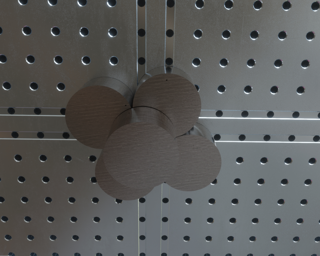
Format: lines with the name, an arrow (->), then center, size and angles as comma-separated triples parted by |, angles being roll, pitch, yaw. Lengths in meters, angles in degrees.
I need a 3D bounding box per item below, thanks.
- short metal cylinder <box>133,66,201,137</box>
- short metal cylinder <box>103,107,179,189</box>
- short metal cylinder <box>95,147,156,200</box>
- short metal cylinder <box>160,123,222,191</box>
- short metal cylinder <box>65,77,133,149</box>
short metal cylinder -> 0.008, -0.033, 0.387 | 0.081, 0.050, 0.079 | 0, 110, -1
short metal cylinder -> -0.020, 0.022, 0.352 | 0.081, 0.050, 0.079 | -1, 112, -1
short metal cylinder -> -0.042, 0.049, 0.417 | 0.081, 0.050, 0.079 | 0, 110, -1
short metal cylinder -> 0.037, 0.037, 0.413 | 0.081, 0.050, 0.079 | 0, 110, -1
short metal cylinder -> -0.072, -0.020, 0.391 | 0.081, 0.050, 0.079 | 0, 110, -1
